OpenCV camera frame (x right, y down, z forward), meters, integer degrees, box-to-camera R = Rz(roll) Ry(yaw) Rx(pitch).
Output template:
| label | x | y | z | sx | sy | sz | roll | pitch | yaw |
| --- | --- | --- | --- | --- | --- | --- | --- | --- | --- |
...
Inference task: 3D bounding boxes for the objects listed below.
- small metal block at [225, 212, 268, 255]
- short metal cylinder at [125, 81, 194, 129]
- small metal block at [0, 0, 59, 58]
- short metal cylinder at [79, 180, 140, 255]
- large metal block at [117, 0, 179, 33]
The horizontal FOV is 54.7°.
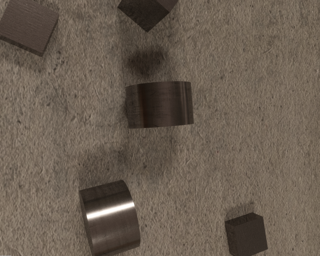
| label | x | y | z | sx | sy | sz | roll | pitch | yaw |
| --- | --- | --- | --- | --- | --- | --- | --- | --- | --- |
| small metal block | 0.128 | 0.159 | 0.458 | 0.050 | 0.025 | 0.050 | -11 | 94 | -20 |
| short metal cylinder | 0.000 | -0.027 | 0.381 | 0.081 | 0.080 | 0.050 | -5 | 92 | -20 |
| small metal block | -0.150 | -0.116 | 0.354 | 0.050 | 0.025 | 0.050 | 23 | 82 | -19 |
| short metal cylinder | -0.060 | 0.105 | 0.359 | 0.050 | 0.080 | 0.079 | -11 | 94 | -20 |
| large metal block | 0.000 | -0.175 | 0.380 | 0.050 | 0.080 | 0.080 | 37 | 78 | -17 |
